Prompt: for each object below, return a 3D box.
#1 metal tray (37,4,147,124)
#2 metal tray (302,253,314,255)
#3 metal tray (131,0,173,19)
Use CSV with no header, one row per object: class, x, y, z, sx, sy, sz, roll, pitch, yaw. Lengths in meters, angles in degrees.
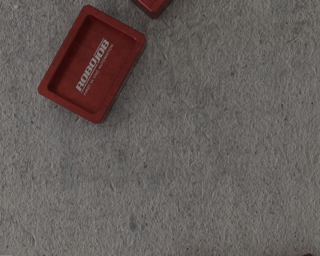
metal tray,-0.086,-0.081,0.406,0.090,0.030,0.130,29,90,0
metal tray,0.186,0.245,0.408,0.090,0.030,0.129,-18,90,0
metal tray,-0.027,-0.221,0.406,0.130,0.030,0.090,41,90,0
